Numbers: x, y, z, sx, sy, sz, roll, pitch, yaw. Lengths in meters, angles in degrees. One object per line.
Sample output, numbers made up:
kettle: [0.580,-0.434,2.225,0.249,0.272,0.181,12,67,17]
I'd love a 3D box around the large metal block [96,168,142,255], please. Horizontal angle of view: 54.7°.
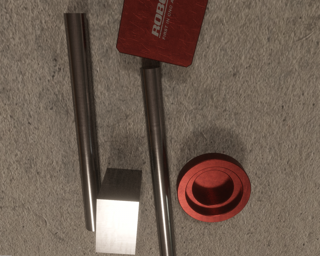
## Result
large metal block: [-0.054,0.110,0.420,0.050,0.080,0.079,5,110,-2]

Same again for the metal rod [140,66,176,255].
metal rod: [0.000,0.064,0.433,0.025,0.025,0.298,-5,110,1]

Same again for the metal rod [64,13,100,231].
metal rod: [-0.098,0.006,0.410,0.025,0.025,0.298,0,110,0]

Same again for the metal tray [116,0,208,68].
metal tray: [0.006,-0.144,0.354,0.091,0.030,0.129,12,110,-5]

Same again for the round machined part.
round machined part: [0.072,0.078,0.431,0.099,0.042,0.097,0,110,-1]
